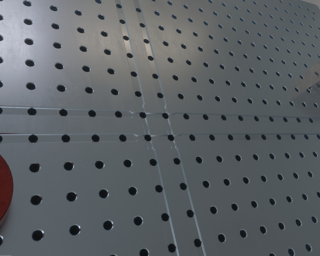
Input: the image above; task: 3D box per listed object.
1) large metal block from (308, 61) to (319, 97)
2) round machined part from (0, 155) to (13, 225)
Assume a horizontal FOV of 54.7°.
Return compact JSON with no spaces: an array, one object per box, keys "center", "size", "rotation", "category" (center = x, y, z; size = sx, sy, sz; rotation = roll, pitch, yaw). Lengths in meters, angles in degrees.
[{"center":[0.366,-0.098,0.649],"size":[0.080,0.050,0.080],"rotation":[35,51,-5],"category":"large metal block"},{"center":[-0.181,0.059,0.264],"size":[0.099,0.042,0.098],"rotation":[14,56,-21],"category":"round machined part"}]
